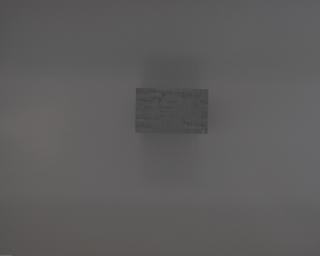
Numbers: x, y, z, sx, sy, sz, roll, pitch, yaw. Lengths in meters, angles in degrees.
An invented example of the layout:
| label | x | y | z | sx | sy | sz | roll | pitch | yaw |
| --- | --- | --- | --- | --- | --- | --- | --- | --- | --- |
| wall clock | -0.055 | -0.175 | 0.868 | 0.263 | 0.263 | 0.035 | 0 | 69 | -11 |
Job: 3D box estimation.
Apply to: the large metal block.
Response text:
| label | x | y | z | sx | sy | sz | roll | pitch | yaw |
| --- | --- | --- | --- | --- | --- | --- | --- | --- | --- |
| large metal block | 0.013 | -0.019 | 0.384 | 0.080 | 0.080 | 0.050 | 1 | 90 | 0 |
